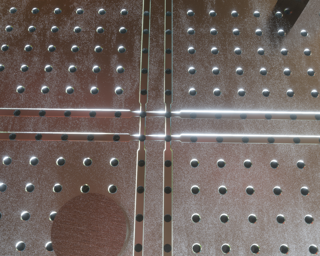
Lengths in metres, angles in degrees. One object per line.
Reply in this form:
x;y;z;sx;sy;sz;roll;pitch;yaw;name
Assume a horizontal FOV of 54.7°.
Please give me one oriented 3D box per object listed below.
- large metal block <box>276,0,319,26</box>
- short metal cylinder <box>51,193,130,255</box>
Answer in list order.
0.236;-0.209;0.462;0.080;0.080;0.050;-22;72;-8;large metal block
-0.076;0.118;0.354;0.081;0.050;0.080;0;70;0;short metal cylinder
